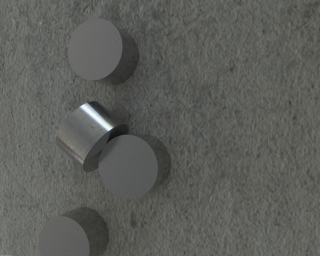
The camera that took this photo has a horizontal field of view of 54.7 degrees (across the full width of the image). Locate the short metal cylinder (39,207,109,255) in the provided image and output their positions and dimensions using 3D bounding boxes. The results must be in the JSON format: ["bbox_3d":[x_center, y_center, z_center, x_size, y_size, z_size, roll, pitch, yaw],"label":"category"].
[{"bbox_3d":[-0.120,0.157,0.437,0.080,0.050,0.079,0,90,19],"label":"short metal cylinder"}]

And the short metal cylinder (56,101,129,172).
[{"bbox_3d":[-0.088,0.011,0.410,0.050,0.080,0.080,40,102,16],"label":"short metal cylinder"}]

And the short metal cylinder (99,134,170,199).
[{"bbox_3d":[-0.032,0.048,0.406,0.080,0.050,0.079,0,90,19],"label":"short metal cylinder"}]

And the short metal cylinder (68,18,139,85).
[{"bbox_3d":[-0.076,-0.101,0.421,0.080,0.050,0.079,0,90,19],"label":"short metal cylinder"}]
